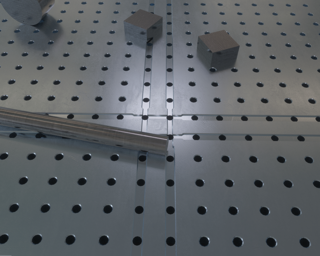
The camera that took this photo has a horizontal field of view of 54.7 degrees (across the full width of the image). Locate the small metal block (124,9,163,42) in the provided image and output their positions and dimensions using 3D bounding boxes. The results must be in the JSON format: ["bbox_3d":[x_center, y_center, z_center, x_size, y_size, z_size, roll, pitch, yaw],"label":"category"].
[{"bbox_3d":[-0.030,-0.188,0.565,0.050,0.025,0.050,27,55,21],"label":"small metal block"}]

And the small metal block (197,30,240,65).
[{"bbox_3d":[0.097,-0.137,0.523,0.050,0.025,0.050,-18,52,-15],"label":"small metal block"}]

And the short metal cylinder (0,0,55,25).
[{"bbox_3d":[-0.244,-0.239,0.571,0.080,0.080,0.050,11,51,9],"label":"short metal cylinder"}]

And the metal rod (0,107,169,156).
[{"bbox_3d":[-0.139,-0.003,0.408,0.301,0.025,0.025,10,51,8],"label":"metal rod"}]
